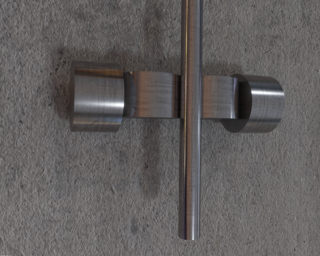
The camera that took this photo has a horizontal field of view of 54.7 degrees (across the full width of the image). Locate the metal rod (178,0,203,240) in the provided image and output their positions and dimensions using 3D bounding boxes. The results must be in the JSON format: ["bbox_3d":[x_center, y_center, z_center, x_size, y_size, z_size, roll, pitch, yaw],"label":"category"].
[{"bbox_3d":[0.036,-0.024,0.358,0.025,0.025,0.298,1,90,-20],"label":"metal rod"}]

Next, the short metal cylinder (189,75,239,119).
[{"bbox_3d":[0.062,-0.037,0.403,0.081,0.080,0.050,1,90,-20],"label":"short metal cylinder"}]

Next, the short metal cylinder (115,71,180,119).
[{"bbox_3d":[-0.014,-0.037,0.376,0.081,0.080,0.050,1,90,-20],"label":"short metal cylinder"}]

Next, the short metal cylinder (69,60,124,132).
[{"bbox_3d":[-0.075,-0.035,0.354,0.050,0.080,0.080,1,90,-20],"label":"short metal cylinder"}]

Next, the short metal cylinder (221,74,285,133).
[{"bbox_3d":[0.123,-0.033,0.427,0.050,0.080,0.080,1,90,-20],"label":"short metal cylinder"}]
